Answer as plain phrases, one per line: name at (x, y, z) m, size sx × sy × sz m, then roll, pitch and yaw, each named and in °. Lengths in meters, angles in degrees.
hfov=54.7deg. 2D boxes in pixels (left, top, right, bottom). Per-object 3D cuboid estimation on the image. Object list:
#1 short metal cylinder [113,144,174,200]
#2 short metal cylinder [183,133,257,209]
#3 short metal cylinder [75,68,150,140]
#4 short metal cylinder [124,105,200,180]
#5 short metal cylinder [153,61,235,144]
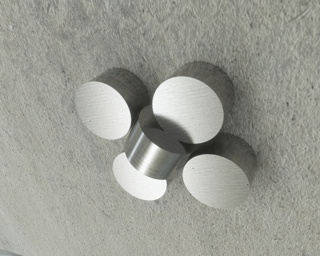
short metal cylinder at (-0.018, 0.053, 0.432) m, size 0.080 × 0.050 × 0.079 m, roll 13°, pitch 124°, yaw 20°
short metal cylinder at (0.075, 0.052, 0.383) m, size 0.080 × 0.050 × 0.079 m, roll 13°, pitch 124°, yaw 20°
short metal cylinder at (-0.061, -0.032, 0.402) m, size 0.080 × 0.050 × 0.079 m, roll 13°, pitch 124°, yaw 20°
short metal cylinder at (0.003, 0.016, 0.380) m, size 0.080 × 0.080 × 0.050 m, roll 34°, pitch 129°, yaw 5°
short metal cylinder at (0.039, -0.029, 0.350) m, size 0.080 × 0.050 × 0.079 m, roll 13°, pitch 124°, yaw 20°
